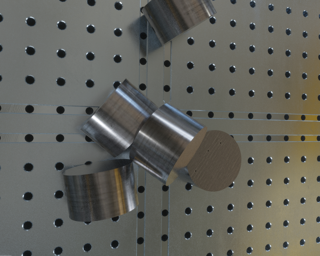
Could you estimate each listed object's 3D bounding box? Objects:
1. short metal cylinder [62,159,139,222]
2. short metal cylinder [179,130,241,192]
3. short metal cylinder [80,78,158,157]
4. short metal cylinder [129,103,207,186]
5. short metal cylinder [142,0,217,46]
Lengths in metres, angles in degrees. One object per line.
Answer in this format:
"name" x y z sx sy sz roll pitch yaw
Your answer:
"short metal cylinder" -0.068 0.069 0.359 0.081 0.080 0.050 -10 94 -20
"short metal cylinder" 0.063 0.042 0.424 0.081 0.050 0.079 0 90 -21
"short metal cylinder" -0.048 -0.012 0.365 0.050 0.080 0.080 42 77 -12
"short metal cylinder" 0.010 0.019 0.353 0.050 0.080 0.080 34 77 16
"short metal cylinder" 0.024 -0.147 0.393 0.080 0.080 0.050 -34 102 -17
